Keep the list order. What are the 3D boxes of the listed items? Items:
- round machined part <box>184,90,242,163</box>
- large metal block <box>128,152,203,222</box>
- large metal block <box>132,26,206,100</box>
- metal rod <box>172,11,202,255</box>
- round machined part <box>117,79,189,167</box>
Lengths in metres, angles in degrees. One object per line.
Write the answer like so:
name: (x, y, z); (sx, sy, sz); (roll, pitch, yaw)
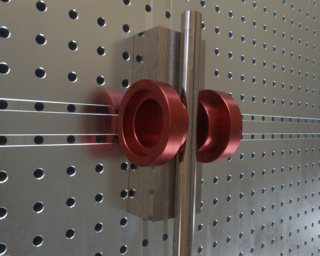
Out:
round machined part: (0.057, -0.002, 0.409); (0.042, 0.098, 0.097); (2, 89, -35)
large metal block: (0.008, 0.069, 0.399); (0.081, 0.050, 0.080); (4, 88, -40)
large metal block: (0.012, -0.078, 0.403); (0.081, 0.050, 0.080); (3, 88, -40)
metal rod: (0.033, 0.012, 0.371); (0.025, 0.025, 0.298); (3, 88, -40)
round machined part: (-0.005, -0.005, 0.356); (0.042, 0.098, 0.097); (3, 89, -40)
